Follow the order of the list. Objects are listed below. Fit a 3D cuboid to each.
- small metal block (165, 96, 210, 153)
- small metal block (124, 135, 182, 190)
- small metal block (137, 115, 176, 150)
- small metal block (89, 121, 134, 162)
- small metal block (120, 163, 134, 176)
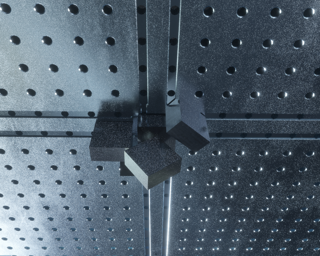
[{"bbox_3d":[0.034,-0.005,0.391,0.050,0.050,0.025,35,121,-26],"label":"small metal block"},{"bbox_3d":[-0.009,0.042,0.384,0.050,0.050,0.025,-25,138,-29],"label":"small metal block"},{"bbox_3d":[-0.004,0.009,0.419,0.050,0.025,0.050,0,130,-2],"label":"small metal block"},{"bbox_3d":[-0.062,0.017,0.409,0.050,0.050,0.025,2,131,-1],"label":"small metal block"},{"bbox_3d":[-0.027,0.048,0.432,0.050,0.050,0.025,1,99,-1],"label":"small metal block"}]
